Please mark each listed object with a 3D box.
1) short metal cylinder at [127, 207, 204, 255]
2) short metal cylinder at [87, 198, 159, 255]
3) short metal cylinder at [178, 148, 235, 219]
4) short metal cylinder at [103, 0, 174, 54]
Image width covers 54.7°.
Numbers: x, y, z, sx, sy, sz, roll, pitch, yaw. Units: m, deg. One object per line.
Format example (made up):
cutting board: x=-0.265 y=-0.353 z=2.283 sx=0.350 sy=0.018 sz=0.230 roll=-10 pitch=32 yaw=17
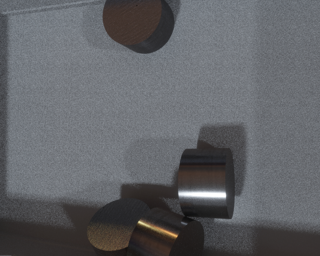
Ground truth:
short metal cylinder: x=0.008 y=0.136 z=0.350 sx=0.050 sy=0.080 sz=0.079 roll=10 pitch=94 yaw=35
short metal cylinder: x=-0.044 y=0.135 z=0.389 sx=0.080 sy=0.080 sz=0.050 roll=-2 pitch=123 yaw=20
short metal cylinder: x=0.057 y=0.064 z=0.361 sx=0.050 sy=0.080 sz=0.080 roll=-3 pitch=89 yaw=20
short metal cylinder: x=-0.027 y=-0.143 z=0.407 sx=0.080 sy=0.050 sz=0.080 roll=0 pitch=90 yaw=20
